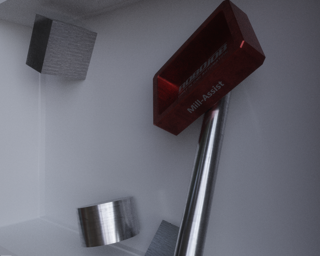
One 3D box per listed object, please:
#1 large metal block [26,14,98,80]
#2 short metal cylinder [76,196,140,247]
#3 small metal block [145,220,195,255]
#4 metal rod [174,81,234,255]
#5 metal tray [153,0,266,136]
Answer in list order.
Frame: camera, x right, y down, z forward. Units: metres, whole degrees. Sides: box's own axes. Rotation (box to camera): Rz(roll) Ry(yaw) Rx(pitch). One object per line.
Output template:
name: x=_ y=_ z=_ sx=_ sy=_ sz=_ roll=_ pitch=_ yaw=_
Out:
large metal block: x=-0.158 y=-0.128 z=0.498 sx=0.050 sy=0.081 sz=0.079 roll=30 pitch=108 yaw=36
short metal cylinder: x=-0.072 y=0.128 z=0.428 sx=0.080 sy=0.081 sz=0.050 roll=-18 pitch=79 yaw=38
small metal block: x=0.016 y=0.147 z=0.376 sx=0.050 sy=0.025 sz=0.050 roll=13 pitch=64 yaw=39
metal rod: x=0.037 y=0.068 z=0.292 sx=0.025 sy=0.025 sz=0.299 roll=-5 pitch=61 yaw=39
metal tray: x=0.043 y=-0.062 z=0.334 sx=0.129 sy=0.030 sz=0.090 roll=-42 pitch=34 yaw=35
